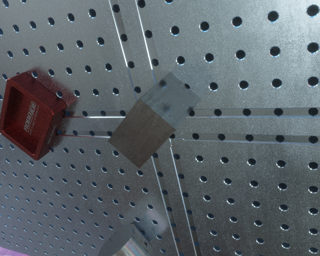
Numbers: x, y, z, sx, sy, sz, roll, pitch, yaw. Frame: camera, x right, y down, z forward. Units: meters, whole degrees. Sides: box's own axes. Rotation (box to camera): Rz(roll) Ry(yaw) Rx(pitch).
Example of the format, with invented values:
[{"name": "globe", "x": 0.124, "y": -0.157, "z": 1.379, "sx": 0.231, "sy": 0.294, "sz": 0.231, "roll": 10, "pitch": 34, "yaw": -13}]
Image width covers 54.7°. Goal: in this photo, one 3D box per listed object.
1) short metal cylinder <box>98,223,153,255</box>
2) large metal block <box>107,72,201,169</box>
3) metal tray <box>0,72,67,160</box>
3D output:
[{"name": "short metal cylinder", "x": -0.060, "y": 0.215, "z": 0.540, "sx": 0.080, "sy": 0.080, "sz": 0.050, "roll": -30, "pitch": 102, "yaw": 38}, {"name": "large metal block", "x": -0.006, "y": -0.010, "z": 0.373, "sx": 0.050, "sy": 0.080, "sz": 0.080, "roll": 41, "pitch": 129, "yaw": 0}, {"name": "metal tray", "x": -0.214, "y": -0.015, "z": 0.511, "sx": 0.090, "sy": 0.030, "sz": 0.129, "roll": 37, "pitch": 129, "yaw": 3}]
